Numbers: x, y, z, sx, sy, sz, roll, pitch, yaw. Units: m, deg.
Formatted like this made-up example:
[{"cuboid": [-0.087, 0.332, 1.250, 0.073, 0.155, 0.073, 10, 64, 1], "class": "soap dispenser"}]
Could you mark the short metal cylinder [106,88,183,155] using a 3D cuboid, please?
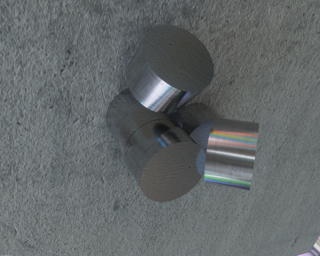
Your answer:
[{"cuboid": [-0.020, -0.006, 0.379, 0.081, 0.050, 0.079, -14, 125, -21], "class": "short metal cylinder"}]

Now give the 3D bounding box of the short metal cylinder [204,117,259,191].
[{"cuboid": [0.085, 0.030, 0.366, 0.050, 0.080, 0.079, 8, 124, 16], "class": "short metal cylinder"}]

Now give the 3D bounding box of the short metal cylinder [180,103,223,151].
[{"cuboid": [0.055, 0.011, 0.430, 0.081, 0.050, 0.079, -14, 125, -21], "class": "short metal cylinder"}]

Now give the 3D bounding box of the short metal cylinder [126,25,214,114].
[{"cuboid": [0.010, -0.062, 0.333, 0.081, 0.080, 0.050, 0, 157, -29], "class": "short metal cylinder"}]

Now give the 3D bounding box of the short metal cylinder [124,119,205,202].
[{"cuboid": [0.005, 0.037, 0.354, 0.081, 0.050, 0.079, -14, 125, -21], "class": "short metal cylinder"}]
